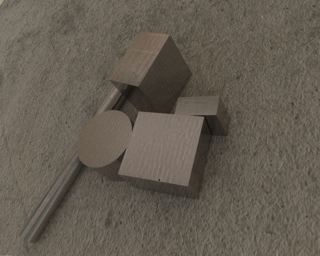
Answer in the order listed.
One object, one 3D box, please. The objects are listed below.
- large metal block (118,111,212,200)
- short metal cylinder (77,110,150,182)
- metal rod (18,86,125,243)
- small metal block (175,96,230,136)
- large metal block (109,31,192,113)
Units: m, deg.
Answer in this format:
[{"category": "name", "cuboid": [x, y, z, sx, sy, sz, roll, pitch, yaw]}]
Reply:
[{"category": "large metal block", "cuboid": [0.009, 0.030, 0.359, 0.080, 0.050, 0.080, 6, 64, 23]}, {"category": "short metal cylinder", "cuboid": [-0.060, 0.024, 0.405, 0.080, 0.050, 0.080, -13, 56, 21]}, {"category": "metal rod", "cuboid": [-0.103, 0.019, 0.446, 0.025, 0.025, 0.300, 18, 71, 35]}, {"category": "small metal block", "cuboid": [0.052, -0.013, 0.369, 0.050, 0.050, 0.025, 0, 62, 28]}, {"category": "large metal block", "cuboid": [-0.009, -0.069, 0.416, 0.050, 0.080, 0.080, 18, 71, 35]}]
